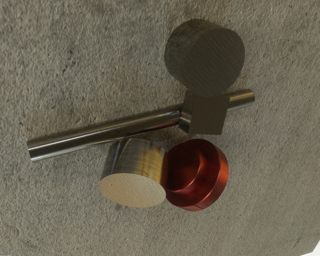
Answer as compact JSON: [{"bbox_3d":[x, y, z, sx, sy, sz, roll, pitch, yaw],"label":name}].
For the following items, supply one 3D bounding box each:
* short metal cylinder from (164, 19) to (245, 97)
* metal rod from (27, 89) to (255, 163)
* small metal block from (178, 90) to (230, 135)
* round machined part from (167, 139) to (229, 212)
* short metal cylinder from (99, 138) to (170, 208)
[{"bbox_3d":[0.052,-0.083,0.367,0.081,0.050,0.079,-14,124,-21],"label":"short metal cylinder"},{"bbox_3d":[-0.008,-0.009,0.396,0.302,0.025,0.025,-14,125,-20],"label":"metal rod"},{"bbox_3d":[0.056,-0.019,0.393,0.050,0.025,0.050,3,108,-27],"label":"small metal block"},{"bbox_3d":[0.039,0.058,0.417,0.042,0.098,0.098,33,100,-39],"label":"round machined part"},{"bbox_3d":[-0.030,0.057,0.386,0.080,0.050,0.080,5,139,4],"label":"short metal cylinder"}]
